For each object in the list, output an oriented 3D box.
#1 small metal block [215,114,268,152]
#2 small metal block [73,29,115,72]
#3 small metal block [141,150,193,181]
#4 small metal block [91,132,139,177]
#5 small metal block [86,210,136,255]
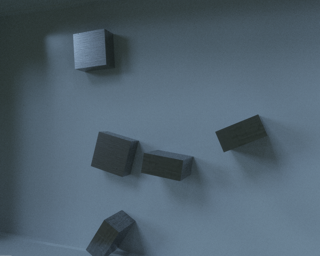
[{"bbox_3d":[0.097,0.006,0.363,0.050,0.050,0.025,-24,82,18],"label":"small metal block"},{"bbox_3d":[-0.094,-0.110,0.442,0.050,0.025,0.050,-4,89,19],"label":"small metal block"},{"bbox_3d":[0.010,0.046,0.393,0.050,0.050,0.025,9,93,19],"label":"small metal block"},{"bbox_3d":[-0.063,0.035,0.432,0.050,0.025,0.050,16,95,19],"label":"small metal block"},{"bbox_3d":[-0.066,0.145,0.419,0.025,0.050,0.050,35,101,16],"label":"small metal block"}]
